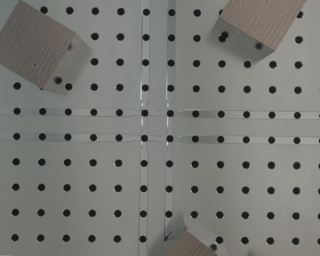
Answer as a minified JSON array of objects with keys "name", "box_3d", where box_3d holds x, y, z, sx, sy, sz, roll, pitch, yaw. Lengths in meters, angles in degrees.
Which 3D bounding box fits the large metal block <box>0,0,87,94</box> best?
[{"name":"large metal block","box_3d":[-0.156,-0.101,0.400,0.080,0.050,0.080,31,90,0]}]

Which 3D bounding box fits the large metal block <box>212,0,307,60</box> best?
[{"name":"large metal block","box_3d":[0.127,-0.148,0.402,0.080,0.050,0.080,32,90,0]}]

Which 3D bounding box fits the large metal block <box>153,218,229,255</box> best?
[{"name":"large metal block","box_3d":[0.038,0.180,0.401,0.080,0.050,0.080,39,90,0]}]
